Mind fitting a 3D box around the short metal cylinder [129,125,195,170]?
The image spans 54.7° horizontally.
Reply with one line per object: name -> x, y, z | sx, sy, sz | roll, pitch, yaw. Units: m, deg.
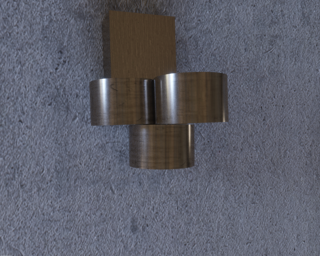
short metal cylinder -> 0.002, 0.021, 0.383 | 0.081, 0.080, 0.050 | 0, 90, -20

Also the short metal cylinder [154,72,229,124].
short metal cylinder -> 0.034, -0.030, 0.341 | 0.081, 0.080, 0.050 | -2, 91, -20

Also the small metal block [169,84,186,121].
small metal block -> 0.014, -0.030, 0.405 | 0.025, 0.050, 0.050 | 1, 90, -20

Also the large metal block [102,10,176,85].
large metal block -> -0.027, -0.095, 0.388 | 0.081, 0.050, 0.080 | -2, 91, -20

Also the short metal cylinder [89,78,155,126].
short metal cylinder -> -0.041, -0.029, 0.366 | 0.081, 0.080, 0.050 | -2, 91, -20
